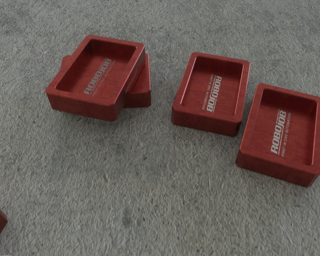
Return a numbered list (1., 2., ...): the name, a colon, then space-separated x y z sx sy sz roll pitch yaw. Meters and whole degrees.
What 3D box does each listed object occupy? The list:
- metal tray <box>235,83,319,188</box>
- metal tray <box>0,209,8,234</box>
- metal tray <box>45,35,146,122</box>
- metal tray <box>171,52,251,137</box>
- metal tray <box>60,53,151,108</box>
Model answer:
1. metal tray: 0.157 0.003 0.397 0.090 0.030 0.130 17 52 13
2. metal tray: -0.237 0.108 0.308 0.131 0.030 0.090 12 51 10
3. metal tray: -0.081 -0.072 0.420 0.090 0.030 0.130 12 51 10
4. metal tray: 0.076 -0.053 0.444 0.090 0.030 0.130 12 51 10
5. metal tray: -0.080 -0.070 0.458 0.131 0.030 0.090 -2 50 -2
